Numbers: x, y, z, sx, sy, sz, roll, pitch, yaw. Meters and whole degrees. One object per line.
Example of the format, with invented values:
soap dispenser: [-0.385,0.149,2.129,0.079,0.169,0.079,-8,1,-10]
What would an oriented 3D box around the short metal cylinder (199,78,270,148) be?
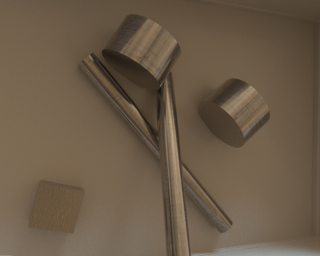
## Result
short metal cylinder: [0.099,-0.020,0.419,0.050,0.080,0.080,-41,103,-16]

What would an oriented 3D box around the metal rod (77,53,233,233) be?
metal rod: [0.002,0.029,0.412,0.025,0.025,0.300,-43,104,-15]

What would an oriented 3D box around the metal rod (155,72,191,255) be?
metal rod: [0.014,0.064,0.350,0.025,0.025,0.299,6,62,-20]

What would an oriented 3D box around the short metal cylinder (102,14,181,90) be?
short metal cylinder: [-0.022,-0.089,0.374,0.080,0.080,0.050,34,79,-17]

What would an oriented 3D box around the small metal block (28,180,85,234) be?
small metal block: [-0.122,0.093,0.366,0.050,0.025,0.050,16,85,-20]
